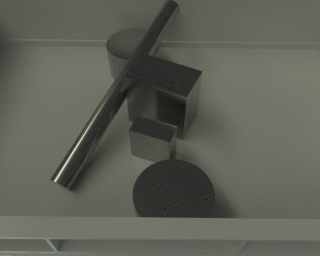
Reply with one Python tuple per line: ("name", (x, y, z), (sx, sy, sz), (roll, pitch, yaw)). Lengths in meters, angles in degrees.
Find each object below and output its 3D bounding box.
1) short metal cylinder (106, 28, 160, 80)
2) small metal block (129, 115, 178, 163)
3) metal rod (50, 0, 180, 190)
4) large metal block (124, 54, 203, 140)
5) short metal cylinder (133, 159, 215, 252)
("short metal cylinder", (-0.040, -0.111, 0.481), (0.081, 0.050, 0.080), (0, 50, 0))
("small metal block", (-0.008, 0.016, 0.375), (0.050, 0.050, 0.025), (16, 52, 12))
("metal rod", (-0.048, -0.058, 0.406), (0.025, 0.025, 0.300), (22, 67, 16))
("large metal block", (0.004, -0.040, 0.403), (0.080, 0.080, 0.050), (20, 53, 16))
("short metal cylinder", (0.013, 0.080, 0.322), (0.081, 0.050, 0.080), (0, 50, 0))
